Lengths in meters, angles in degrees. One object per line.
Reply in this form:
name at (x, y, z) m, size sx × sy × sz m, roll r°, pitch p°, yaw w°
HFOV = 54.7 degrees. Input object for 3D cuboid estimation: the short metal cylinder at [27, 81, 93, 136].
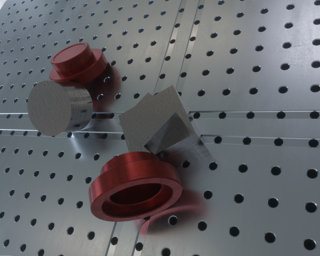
short metal cylinder at (-0.150, -0.031, 0.466) m, size 0.080 × 0.050 × 0.079 m, roll 3°, pitch 98°, yaw 23°

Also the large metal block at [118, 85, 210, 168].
large metal block at (0.003, 0.007, 0.387) m, size 0.080 × 0.050 × 0.080 m, roll -29°, pitch 52°, yaw 10°

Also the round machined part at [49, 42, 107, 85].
round machined part at (-0.142, -0.109, 0.520) m, size 0.098 × 0.042 × 0.098 m, roll -15°, pitch 36°, yaw 12°

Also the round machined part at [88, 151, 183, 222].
round machined part at (-0.028, 0.061, 0.338) m, size 0.098 × 0.098 × 0.042 m, roll -27°, pitch 53°, yaw 12°

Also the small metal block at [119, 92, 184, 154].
small metal block at (-0.010, -0.005, 0.353) m, size 0.050 × 0.025 × 0.050 m, roll -47°, pitch 51°, yaw -5°
